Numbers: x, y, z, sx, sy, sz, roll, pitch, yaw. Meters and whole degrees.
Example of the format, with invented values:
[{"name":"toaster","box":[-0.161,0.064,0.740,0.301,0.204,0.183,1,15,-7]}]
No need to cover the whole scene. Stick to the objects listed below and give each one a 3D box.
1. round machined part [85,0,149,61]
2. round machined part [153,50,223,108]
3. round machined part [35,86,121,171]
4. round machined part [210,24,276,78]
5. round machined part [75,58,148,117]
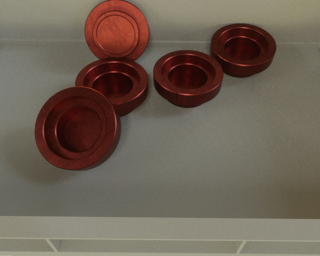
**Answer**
[{"name":"round machined part","box":[-0.065,-0.144,0.473,0.099,0.097,0.042,-2,22,-2]},{"name":"round machined part","box":[0.040,-0.067,0.451,0.099,0.042,0.098,0,50,0]},{"name":"round machined part","box":[-0.094,0.003,0.373,0.098,0.042,0.098,-2,79,8]},{"name":"round machined part","box":[0.129,-0.118,0.491,0.099,0.042,0.098,-1,55,1]},{"name":"round machined part","box":[-0.066,-0.053,0.438,0.099,0.042,0.098,0,50,0]}]
